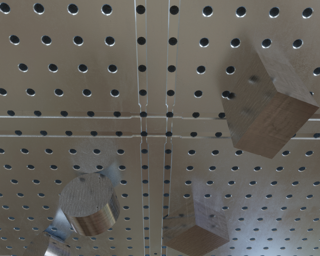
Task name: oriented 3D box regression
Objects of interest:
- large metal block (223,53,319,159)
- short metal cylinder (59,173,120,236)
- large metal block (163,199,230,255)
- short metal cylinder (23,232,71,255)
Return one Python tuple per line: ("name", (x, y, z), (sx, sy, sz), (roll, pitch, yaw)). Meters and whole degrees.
("large metal block", (0.120, -0.025, 0.355), (0.050, 0.080, 0.079), (17, 128, -14))
("short metal cylinder", (-0.106, 0.115, 0.473), (0.080, 0.080, 0.050), (-6, 130, 4))
("large metal block", (0.062, 0.181, 0.550), (0.080, 0.050, 0.080), (33, 123, -25))
("short metal cylinder", (-0.215, 0.243, 0.581), (0.080, 0.080, 0.050), (-31, 124, 24))
